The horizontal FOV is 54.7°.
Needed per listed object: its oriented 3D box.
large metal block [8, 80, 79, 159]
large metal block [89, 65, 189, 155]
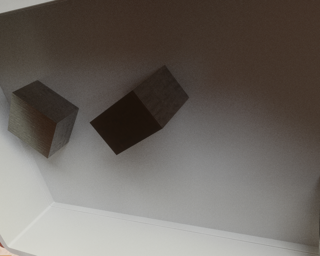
[{"bbox_3d":[-0.182,-0.013,0.480,0.080,0.050,0.079,34,129,6],"label":"large metal block"},{"bbox_3d":[-0.023,-0.022,0.372,0.080,0.080,0.050,-31,101,38],"label":"large metal block"}]
